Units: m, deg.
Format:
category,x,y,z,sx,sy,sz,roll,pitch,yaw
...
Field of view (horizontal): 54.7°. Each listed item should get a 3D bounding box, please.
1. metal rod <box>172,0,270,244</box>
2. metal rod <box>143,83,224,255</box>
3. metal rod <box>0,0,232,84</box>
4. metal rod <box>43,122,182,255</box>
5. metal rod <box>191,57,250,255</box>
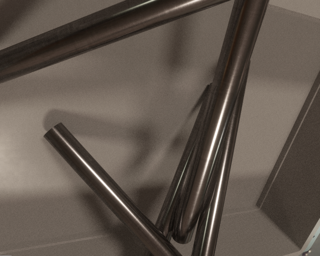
category,x,y,z,sx,sy,sz,roll,pitch,yaw
metal rod,0.050,0.007,0.300,0.025,0.025,0.298,-6,125,-26
metal rod,0.024,0.081,0.398,0.025,0.025,0.299,30,78,-38
metal rod,-0.063,-0.070,0.239,0.301,0.025,0.025,-15,131,16
metal rod,-0.022,0.114,0.359,0.025,0.025,0.300,-41,94,0
metal rod,0.073,0.048,0.377,0.025,0.025,0.299,27,70,-38
